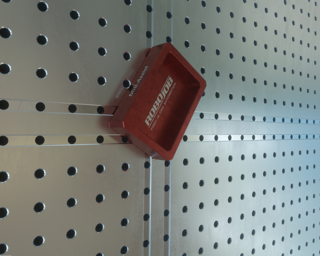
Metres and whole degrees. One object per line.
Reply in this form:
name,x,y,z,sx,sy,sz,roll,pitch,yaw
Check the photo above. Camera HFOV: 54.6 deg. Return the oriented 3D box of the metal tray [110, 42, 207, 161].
metal tray,0.003,-0.034,0.406,0.090,0.030,0.130,40,66,-33
